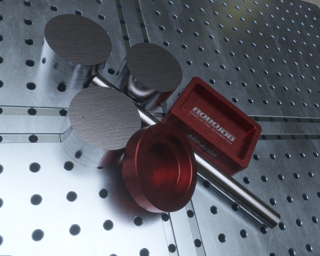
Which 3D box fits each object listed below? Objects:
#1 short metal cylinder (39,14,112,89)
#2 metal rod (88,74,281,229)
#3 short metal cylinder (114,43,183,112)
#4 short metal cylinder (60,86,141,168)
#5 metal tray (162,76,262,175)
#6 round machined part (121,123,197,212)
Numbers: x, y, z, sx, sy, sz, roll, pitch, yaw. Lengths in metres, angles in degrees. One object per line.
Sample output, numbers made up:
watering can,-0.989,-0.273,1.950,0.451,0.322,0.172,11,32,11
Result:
short metal cylinder,-0.107,-0.096,0.393,0.081,0.050,0.080,14,56,-21
metal rod,0.033,0.033,0.406,0.300,0.025,0.025,38,51,-3
short metal cylinder,-0.017,-0.069,0.424,0.081,0.050,0.080,14,56,-21
short metal cylinder,-0.068,-0.001,0.355,0.081,0.050,0.080,14,56,-21
metal tray,0.078,-0.005,0.449,0.130,0.030,0.090,38,52,-3
round machined part,-0.004,0.046,0.353,0.099,0.042,0.098,17,66,-43
